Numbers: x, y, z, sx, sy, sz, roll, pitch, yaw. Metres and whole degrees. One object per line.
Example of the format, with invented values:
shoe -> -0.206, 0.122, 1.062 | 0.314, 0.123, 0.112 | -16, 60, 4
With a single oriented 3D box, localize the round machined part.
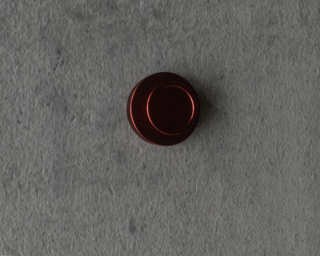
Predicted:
round machined part -> 0.009, -0.025, 0.404 | 0.099, 0.042, 0.097 | 0, 90, -21
